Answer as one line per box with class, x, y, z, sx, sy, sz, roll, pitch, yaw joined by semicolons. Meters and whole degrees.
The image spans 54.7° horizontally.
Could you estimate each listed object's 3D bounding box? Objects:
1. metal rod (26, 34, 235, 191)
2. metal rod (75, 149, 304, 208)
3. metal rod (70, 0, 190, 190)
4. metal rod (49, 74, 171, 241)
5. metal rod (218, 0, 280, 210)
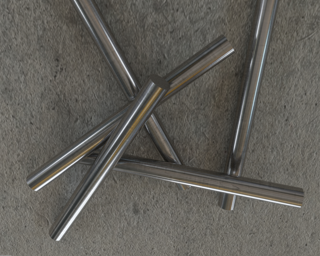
metal rod;-0.044;-0.011;0.377;0.300;0.025;0.025;-35;107;12
metal rod;0.026;0.060;0.402;0.301;0.025;0.025;10;110;8
metal rod;-0.032;-0.044;0.393;0.025;0.025;0.299;-26;108;9
metal rod;-0.078;0.056;0.393;0.025;0.025;0.298;31;121;-11
metal rod;0.112;-0.026;0.400;0.025;0.025;0.298;5;110;-2
